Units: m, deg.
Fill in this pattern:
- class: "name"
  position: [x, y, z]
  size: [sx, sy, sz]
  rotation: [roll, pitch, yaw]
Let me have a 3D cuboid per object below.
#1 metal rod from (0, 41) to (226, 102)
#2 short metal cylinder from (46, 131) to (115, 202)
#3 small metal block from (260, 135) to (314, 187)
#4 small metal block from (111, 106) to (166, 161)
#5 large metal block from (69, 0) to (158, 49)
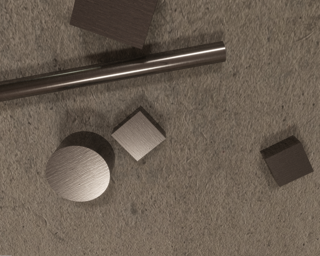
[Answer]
- class: "metal rod"
  position: [-0.071, -0.068, 0.383]
  size: [0.302, 0.025, 0.025]
  rotation: [-10, 110, 3]
- class: "short metal cylinder"
  position: [-0.104, 0.050, 0.414]
  size: [0.081, 0.050, 0.079]
  rotation: [0, 110, -1]
- class: "small metal block"
  position: [0.175, 0.046, 0.429]
  size: [0.050, 0.025, 0.050]
  rotation: [-28, 108, 9]
- class: "small metal block"
  position: [-0.028, 0.007, 0.412]
  size: [0.050, 0.025, 0.050]
  rotation: [-39, 106, 13]
- class: "large metal block"
  position: [-0.045, -0.142, 0.344]
  size: [0.080, 0.050, 0.079]
  rotation: [18, 109, -7]
